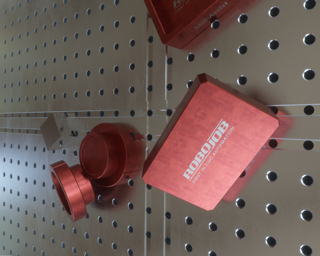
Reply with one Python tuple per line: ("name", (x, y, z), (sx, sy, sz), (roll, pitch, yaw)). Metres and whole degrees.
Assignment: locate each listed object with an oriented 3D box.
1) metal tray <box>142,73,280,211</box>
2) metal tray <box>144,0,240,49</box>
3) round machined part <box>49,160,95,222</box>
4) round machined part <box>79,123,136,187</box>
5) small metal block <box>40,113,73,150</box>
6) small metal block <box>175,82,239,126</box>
("metal tray", (0.049, 0.019, 0.330), (0.090, 0.030, 0.129), (26, 113, -10))
("metal tray", (0.043, -0.169, 0.370), (0.130, 0.030, 0.090), (-33, 70, 35))
("round machined part", (-0.138, 0.096, 0.495), (0.098, 0.042, 0.097), (40, 142, 42))
("round machined part", (-0.085, 0.041, 0.469), (0.098, 0.042, 0.097), (0, 90, 40))
("small metal block", (-0.190, 0.007, 0.567), (0.050, 0.025, 0.050), (-39, 66, 33))
("small metal block", (0.054, -0.027, 0.349), (0.050, 0.050, 0.025), (-45, 63, 31))
